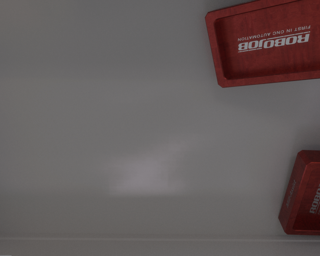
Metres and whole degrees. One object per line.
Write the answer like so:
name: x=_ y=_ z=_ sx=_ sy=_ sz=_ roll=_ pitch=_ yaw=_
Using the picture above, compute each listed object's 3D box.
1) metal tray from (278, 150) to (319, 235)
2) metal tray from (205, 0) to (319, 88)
metal tray: x=0.228 y=0.094 z=0.434 sx=0.091 sy=0.030 sz=0.129 roll=2 pitch=119 yaw=-1
metal tray: x=0.122 y=-0.097 z=0.340 sx=0.130 sy=0.030 sz=0.089 roll=-2 pitch=114 yaw=33
